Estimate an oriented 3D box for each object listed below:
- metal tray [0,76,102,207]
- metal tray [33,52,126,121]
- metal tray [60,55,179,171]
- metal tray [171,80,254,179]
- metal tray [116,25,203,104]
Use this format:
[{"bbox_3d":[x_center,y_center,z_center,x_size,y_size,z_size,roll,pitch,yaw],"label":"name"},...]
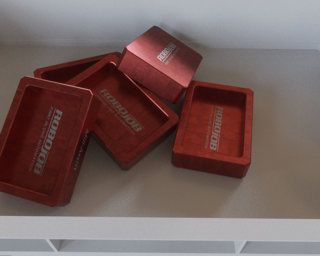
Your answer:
[{"bbox_3d":[-0.130,0.014,0.349,0.090,0.030,0.129,13,79,10],"label":"metal tray"},{"bbox_3d":[-0.107,-0.061,0.449,0.131,0.030,0.090,-16,52,-14],"label":"metal tray"},{"bbox_3d":[-0.052,-0.023,0.390,0.090,0.030,0.130,-40,75,-21],"label":"metal tray"},{"bbox_3d":[0.071,-0.004,0.403,0.090,0.030,0.130,10,51,7],"label":"metal tray"},{"bbox_3d":[0.005,-0.093,0.434,0.090,0.030,0.130,33,34,-3],"label":"metal tray"}]
